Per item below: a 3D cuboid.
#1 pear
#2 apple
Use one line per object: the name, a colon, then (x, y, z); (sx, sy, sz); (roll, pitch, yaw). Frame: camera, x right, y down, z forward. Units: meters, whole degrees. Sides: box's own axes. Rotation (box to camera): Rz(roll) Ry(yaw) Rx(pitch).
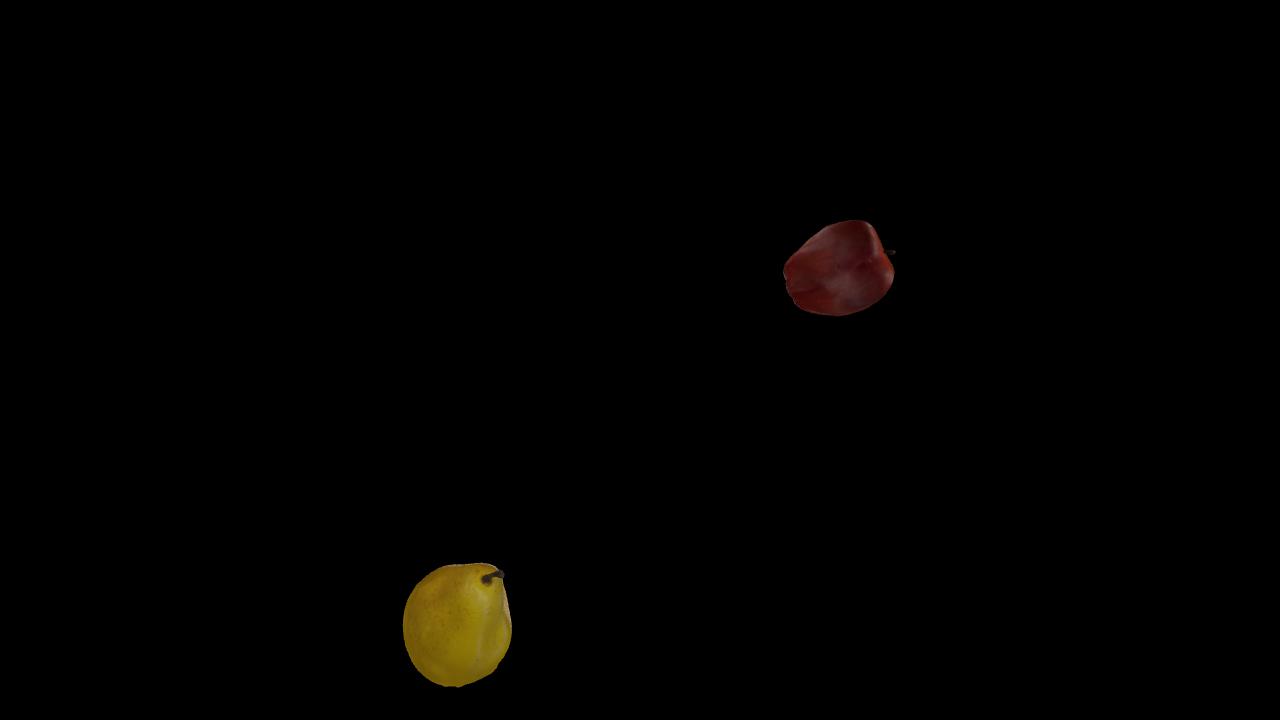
pear: (-0.118, 0.164, 0.417); (0.080, 0.111, 0.080); (17, 29, -10)
apple: (0.174, -0.078, 0.537); (0.093, 0.079, 0.079); (-21, -10, 26)
